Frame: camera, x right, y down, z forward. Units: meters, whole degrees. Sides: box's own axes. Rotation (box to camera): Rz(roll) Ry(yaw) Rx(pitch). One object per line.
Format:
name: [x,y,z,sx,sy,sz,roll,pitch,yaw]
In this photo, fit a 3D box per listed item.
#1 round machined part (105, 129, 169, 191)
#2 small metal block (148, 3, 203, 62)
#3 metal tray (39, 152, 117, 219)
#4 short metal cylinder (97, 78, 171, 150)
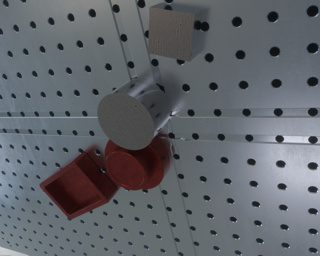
round machined part: [-0.040,0.052,0.453,0.098,0.042,0.097,13,124,21]
small metal block: [0.016,-0.105,0.338,0.050,0.025,0.050,16,125,19]
metal tray: [-0.148,0.107,0.551,0.130,0.030,0.090,-32,101,38]
short metal cylinder: [-0.033,-0.018,0.401,0.080,0.050,0.079,13,124,21]
